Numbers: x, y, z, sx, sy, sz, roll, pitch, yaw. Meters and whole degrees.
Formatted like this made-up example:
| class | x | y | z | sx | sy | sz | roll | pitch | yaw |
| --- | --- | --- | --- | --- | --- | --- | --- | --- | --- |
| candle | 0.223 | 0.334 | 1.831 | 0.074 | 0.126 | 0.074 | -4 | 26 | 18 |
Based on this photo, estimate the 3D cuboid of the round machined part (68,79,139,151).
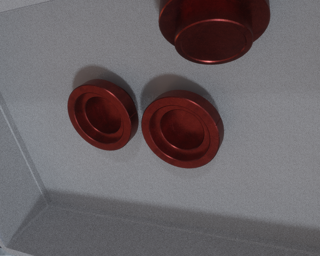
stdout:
| class | x | y | z | sx | sy | sz | roll | pitch | yaw |
| --- | --- | --- | --- | --- | --- | --- | --- | --- | --- |
| round machined part | -0.072 | -0.021 | 0.421 | 0.098 | 0.042 | 0.097 | 13 | 124 | 20 |

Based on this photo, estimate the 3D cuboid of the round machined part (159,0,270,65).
| class | x | y | z | sx | sy | sz | roll | pitch | yaw |
| --- | --- | --- | --- | --- | --- | --- | --- | --- | --- |
| round machined part | 0.048 | -0.092 | 0.280 | 0.099 | 0.042 | 0.098 | 3 | 161 | 1 |

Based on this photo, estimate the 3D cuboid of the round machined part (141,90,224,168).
| class | x | y | z | sx | sy | sz | roll | pitch | yaw |
| --- | --- | --- | --- | --- | --- | --- | --- | --- | --- |
| round machined part | 0.030 | -0.002 | 0.379 | 0.098 | 0.042 | 0.097 | 13 | 124 | 20 |
